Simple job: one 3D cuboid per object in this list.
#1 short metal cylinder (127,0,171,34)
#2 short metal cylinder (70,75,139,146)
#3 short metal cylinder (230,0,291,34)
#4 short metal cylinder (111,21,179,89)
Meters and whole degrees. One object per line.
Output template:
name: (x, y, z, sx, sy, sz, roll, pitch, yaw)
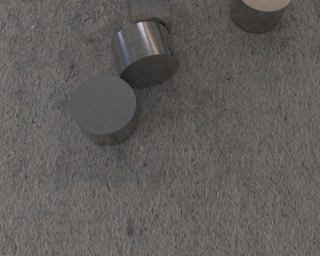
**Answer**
short metal cylinder: (-0.019, -0.168, 0.440, 0.050, 0.080, 0.080, -12, 71, -4)
short metal cylinder: (-0.069, -0.021, 0.402, 0.081, 0.050, 0.080, 0, 70, 0)
short metal cylinder: (0.150, -0.190, 0.465, 0.081, 0.050, 0.080, 0, 70, 0)
short metal cylinder: (-0.020, -0.095, 0.413, 0.081, 0.080, 0.050, -16, 71, -6)
